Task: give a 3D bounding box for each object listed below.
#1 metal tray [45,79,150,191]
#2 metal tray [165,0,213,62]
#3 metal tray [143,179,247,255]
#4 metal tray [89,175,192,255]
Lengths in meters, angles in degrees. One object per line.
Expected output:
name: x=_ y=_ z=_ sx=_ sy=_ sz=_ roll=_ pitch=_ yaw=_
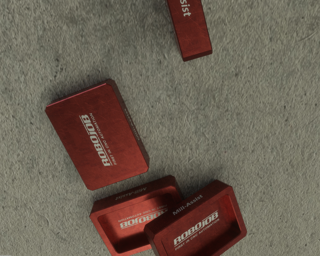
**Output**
metal tray: x=-0.079 y=0.011 z=0.410 sx=0.090 sy=0.030 sz=0.129 roll=-20 pitch=109 yaw=7
metal tray: x=0.019 y=-0.141 z=0.323 sx=0.030 sy=0.090 sz=0.129 roll=-16 pitch=110 yaw=6
metal tray: x=0.053 y=0.142 z=0.428 sx=0.131 sy=0.030 sz=0.090 roll=-28 pitch=109 yaw=-20
metal tray: x=-0.024 y=0.132 z=0.455 sx=0.130 sy=0.030 sz=0.090 roll=-21 pitch=109 yaw=7
